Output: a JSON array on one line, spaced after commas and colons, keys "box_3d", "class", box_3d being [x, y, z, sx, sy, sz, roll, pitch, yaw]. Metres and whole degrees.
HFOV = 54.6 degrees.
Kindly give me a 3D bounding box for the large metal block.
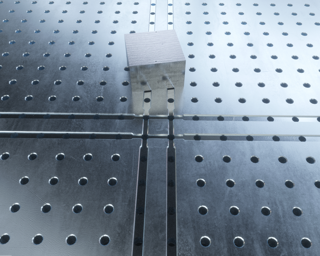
[{"box_3d": [-0.009, -0.105, 0.480, 0.080, 0.050, 0.080, -7, 50, -6], "class": "large metal block"}]
